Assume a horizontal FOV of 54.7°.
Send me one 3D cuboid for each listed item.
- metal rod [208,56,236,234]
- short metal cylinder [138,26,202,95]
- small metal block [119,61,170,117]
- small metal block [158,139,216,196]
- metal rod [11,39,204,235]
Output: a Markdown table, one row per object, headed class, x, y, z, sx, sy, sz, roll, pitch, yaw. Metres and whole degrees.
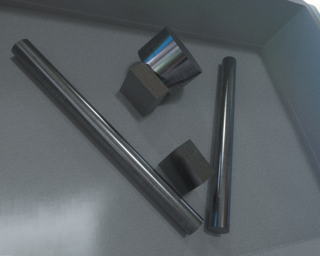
| class | x | y | z | sx | sy | sz | roll | pitch | yaw |
| --- | --- | --- | --- | --- | --- | --- | --- | --- | --- |
| metal rod | 0.096 | 0.003 | 0.457 | 0.025 | 0.025 | 0.300 | 23 | 53 | -15 |
| short metal cylinder | 0.015 | -0.093 | 0.433 | 0.080 | 0.050 | 0.080 | 46 | 19 | -20 |
| small metal block | -0.022 | -0.050 | 0.409 | 0.025 | 0.050 | 0.050 | -37 | 83 | -34 |
| small metal block | 0.032 | 0.049 | 0.378 | 0.025 | 0.050 | 0.050 | -30 | 79 | -38 |
| metal rod | -0.064 | 0.008 | 0.367 | 0.300 | 0.025 | 0.025 | 45 | 51 | 3 |
